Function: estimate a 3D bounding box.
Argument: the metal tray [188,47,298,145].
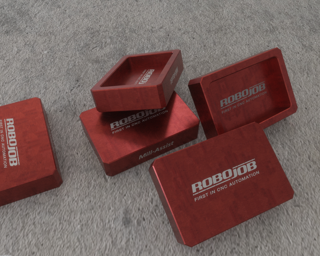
[{"bbox_3d":[0.109,-0.040,0.394,0.131,0.090,0.030,-24,10,-22],"label":"metal tray"}]

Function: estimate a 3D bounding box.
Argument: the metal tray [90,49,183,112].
[{"bbox_3d":[-0.024,-0.067,0.417,0.090,0.030,0.130,-2,31,17],"label":"metal tray"}]

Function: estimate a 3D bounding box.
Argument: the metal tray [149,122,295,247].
[{"bbox_3d":[0.065,0.056,0.330,0.131,0.030,0.090,-19,78,-16],"label":"metal tray"}]

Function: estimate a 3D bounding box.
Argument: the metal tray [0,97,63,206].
[{"bbox_3d":[-0.179,0.025,0.377,0.091,0.030,0.130,-17,52,-14],"label":"metal tray"}]

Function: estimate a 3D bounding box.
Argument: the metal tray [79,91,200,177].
[{"bbox_3d":[-0.026,-0.003,0.402,0.131,0.030,0.090,-23,54,-18],"label":"metal tray"}]
